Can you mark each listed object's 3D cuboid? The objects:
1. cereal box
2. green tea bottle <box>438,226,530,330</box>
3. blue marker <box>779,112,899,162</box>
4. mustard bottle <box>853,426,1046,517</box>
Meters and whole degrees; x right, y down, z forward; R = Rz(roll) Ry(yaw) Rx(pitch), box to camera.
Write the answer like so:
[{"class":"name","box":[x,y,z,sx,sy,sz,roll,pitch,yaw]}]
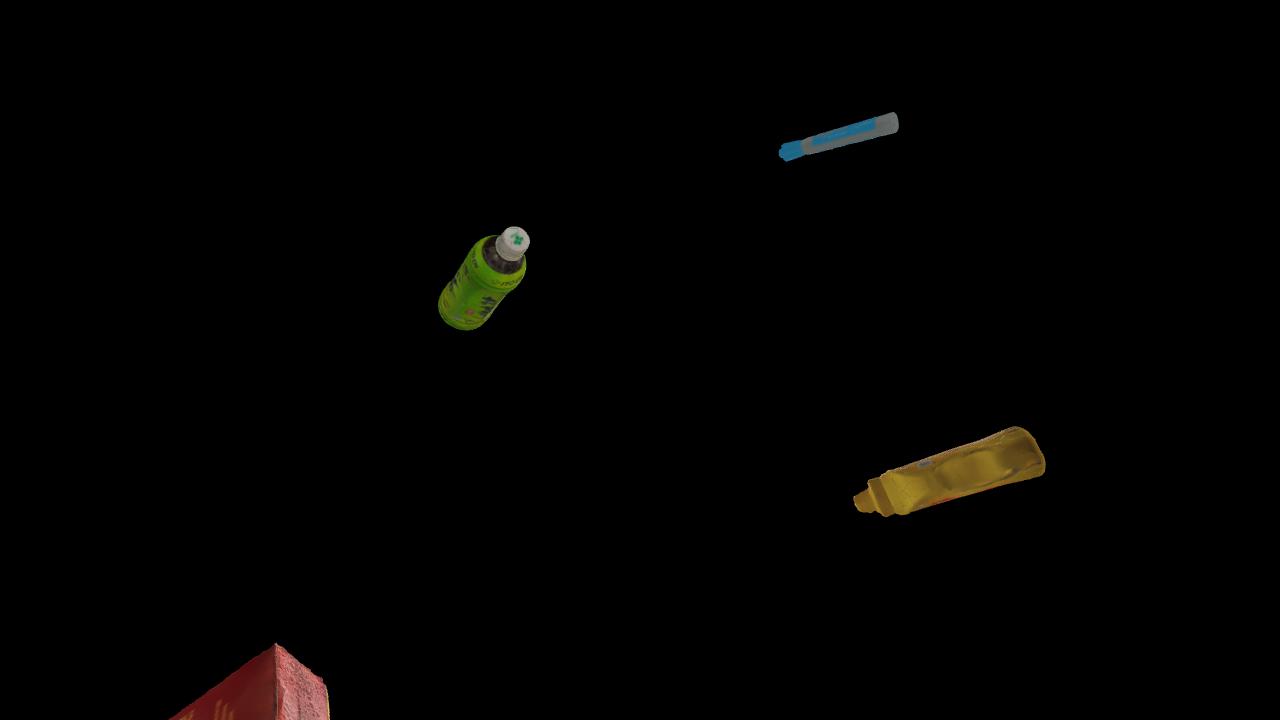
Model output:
[{"class":"cereal box","box":[-0.353,0.365,0.393,0.306,0.081,0.203,-35,31,-17]},{"class":"green tea bottle","box":[-0.188,-0.102,0.753,0.073,0.073,0.212,0,-19,-33]},{"class":"blue marker","box":[0.193,-0.220,0.611,0.121,0.020,0.020,-1,-1,43]},{"class":"mustard bottle","box":[0.318,0.125,0.653,0.184,0.054,0.092,-23,-12,17]}]
